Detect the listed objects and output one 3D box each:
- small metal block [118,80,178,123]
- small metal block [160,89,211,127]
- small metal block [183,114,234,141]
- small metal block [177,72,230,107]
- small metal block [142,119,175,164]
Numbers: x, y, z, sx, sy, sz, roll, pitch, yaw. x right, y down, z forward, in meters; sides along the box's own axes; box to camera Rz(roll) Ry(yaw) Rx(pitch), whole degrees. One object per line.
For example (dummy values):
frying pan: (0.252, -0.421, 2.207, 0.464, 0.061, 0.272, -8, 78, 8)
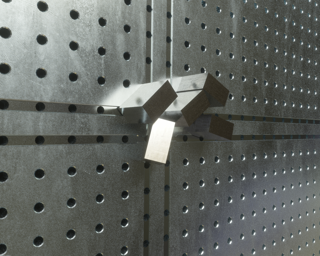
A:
small metal block: (-0.015, -0.031, 0.379, 0.050, 0.050, 0.025, -49, 119, -29)
small metal block: (0.031, -0.026, 0.417, 0.050, 0.050, 0.025, -43, 116, -31)
small metal block: (0.070, 0.000, 0.450, 0.050, 0.050, 0.025, 19, 78, -38)
small metal block: (0.062, -0.052, 0.443, 0.050, 0.050, 0.025, 32, 70, -35)
small metal block: (-0.003, 0.018, 0.386, 0.025, 0.050, 0.050, 15, 79, -5)
